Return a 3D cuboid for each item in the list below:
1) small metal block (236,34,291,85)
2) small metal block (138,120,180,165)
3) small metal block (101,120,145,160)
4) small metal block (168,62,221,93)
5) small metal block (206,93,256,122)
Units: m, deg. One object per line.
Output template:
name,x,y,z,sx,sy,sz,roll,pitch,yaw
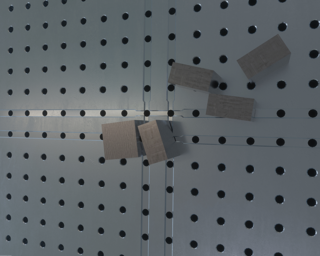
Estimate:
small metal block,0.120,-0.077,0.357,0.050,0.050,0.025,-32,80,17
small metal block,-0.001,0.017,0.400,0.025,0.050,0.050,-19,84,19
small metal block,-0.051,0.017,0.431,0.050,0.025,0.050,-7,88,20
small metal block,0.044,-0.060,0.384,0.050,0.050,0.025,16,96,19
small metal block,0.086,-0.024,0.369,0.050,0.050,0.025,10,94,20
